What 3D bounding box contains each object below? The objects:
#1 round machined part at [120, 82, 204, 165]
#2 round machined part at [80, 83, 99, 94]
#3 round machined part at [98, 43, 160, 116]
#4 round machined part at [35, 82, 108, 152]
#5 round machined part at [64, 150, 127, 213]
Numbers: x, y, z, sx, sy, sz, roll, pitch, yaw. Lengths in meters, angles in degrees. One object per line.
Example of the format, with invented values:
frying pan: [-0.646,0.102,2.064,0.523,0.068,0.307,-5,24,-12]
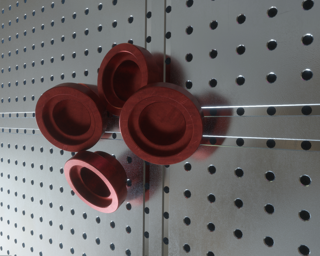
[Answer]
round machined part: [0.005,-0.008,0.373,0.098,0.042,0.097,4,113,11]
round machined part: [-0.135,-0.025,0.506,0.098,0.042,0.097,0,90,39]
round machined part: [-0.038,-0.064,0.428,0.098,0.042,0.097,0,90,39]
round machined part: [-0.122,-0.018,0.444,0.098,0.042,0.097,4,113,9]
round machined part: [-0.087,0.072,0.450,0.098,0.042,0.097,19,131,24]
